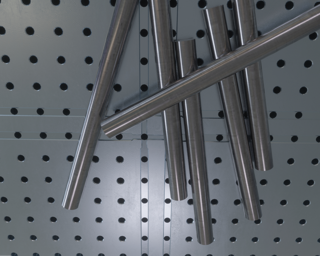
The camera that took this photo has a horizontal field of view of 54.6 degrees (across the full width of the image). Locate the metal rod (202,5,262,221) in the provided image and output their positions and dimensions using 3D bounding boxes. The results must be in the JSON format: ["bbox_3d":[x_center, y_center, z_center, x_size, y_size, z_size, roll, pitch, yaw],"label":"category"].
[{"bbox_3d":[0.100,-0.005,0.411,0.025,0.025,0.299,-14,110,5],"label":"metal rod"}]

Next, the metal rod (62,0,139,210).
[{"bbox_3d":[-0.083,-0.021,0.404,0.025,0.025,0.298,18,109,-7],"label":"metal rod"}]

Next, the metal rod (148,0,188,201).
[{"bbox_3d":[0.011,-0.041,0.398,0.025,0.025,0.298,-6,110,2],"label":"metal rod"}]

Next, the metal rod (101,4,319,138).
[{"bbox_3d":[0.065,-0.066,0.361,0.300,0.025,0.025,-27,108,9],"label":"metal rod"}]

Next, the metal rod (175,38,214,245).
[{"bbox_3d":[0.050,0.032,0.425,0.025,0.025,0.298,-7,110,2],"label":"metal rod"}]

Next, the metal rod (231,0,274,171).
[{"bbox_3d":[0.112,-0.083,0.383,0.025,0.025,0.298,-12,110,4],"label":"metal rod"}]
